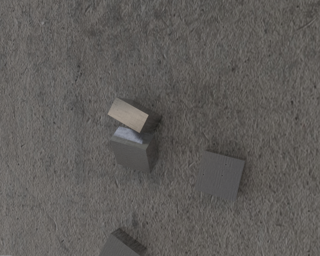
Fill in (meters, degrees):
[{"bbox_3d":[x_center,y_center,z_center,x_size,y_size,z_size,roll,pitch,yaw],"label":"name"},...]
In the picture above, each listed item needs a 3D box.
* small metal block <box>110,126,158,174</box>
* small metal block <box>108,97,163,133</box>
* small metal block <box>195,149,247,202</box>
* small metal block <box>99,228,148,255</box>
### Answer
[{"bbox_3d":[-0.033,0.029,0.406,0.050,0.050,0.025,14,50,19],"label":"small metal block"},{"bbox_3d":[-0.031,-0.017,0.407,0.050,0.050,0.025,30,100,17],"label":"small metal block"},{"bbox_3d":[0.075,0.057,0.382,0.050,0.025,0.050,14,95,19],"label":"small metal block"},{"bbox_3d":[-0.053,0.177,0.428,0.050,0.025,0.050,31,100,17],"label":"small metal block"}]
